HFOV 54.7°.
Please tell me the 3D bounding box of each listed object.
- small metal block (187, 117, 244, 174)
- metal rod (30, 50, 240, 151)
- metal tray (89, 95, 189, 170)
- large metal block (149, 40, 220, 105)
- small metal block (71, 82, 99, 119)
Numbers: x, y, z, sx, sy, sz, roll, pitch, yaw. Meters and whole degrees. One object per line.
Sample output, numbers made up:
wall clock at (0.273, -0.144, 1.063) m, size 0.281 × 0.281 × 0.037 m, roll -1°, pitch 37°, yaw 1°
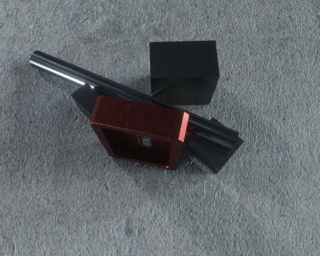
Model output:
small metal block at (0.071, 0.023, 0.402) m, size 0.050 × 0.025 × 0.050 m, roll 40°, pitch 74°, yaw 13°
metal rod at (-0.043, -0.041, 0.409) m, size 0.301 × 0.025 × 0.025 m, roll 23°, pitch 72°, yaw 13°
metal tray at (-0.020, 0.011, 0.349) m, size 0.090 × 0.130 × 0.030 m, roll 12°, pitch 71°, yaw 4°
large metal block at (0.028, -0.068, 0.404) m, size 0.081 × 0.080 × 0.050 m, roll -2°, pitch 70°, yaw -1°
small metal block at (-0.083, -0.025, 0.403) m, size 0.050 × 0.050 × 0.025 m, roll 43°, pitch 75°, yaw 13°
